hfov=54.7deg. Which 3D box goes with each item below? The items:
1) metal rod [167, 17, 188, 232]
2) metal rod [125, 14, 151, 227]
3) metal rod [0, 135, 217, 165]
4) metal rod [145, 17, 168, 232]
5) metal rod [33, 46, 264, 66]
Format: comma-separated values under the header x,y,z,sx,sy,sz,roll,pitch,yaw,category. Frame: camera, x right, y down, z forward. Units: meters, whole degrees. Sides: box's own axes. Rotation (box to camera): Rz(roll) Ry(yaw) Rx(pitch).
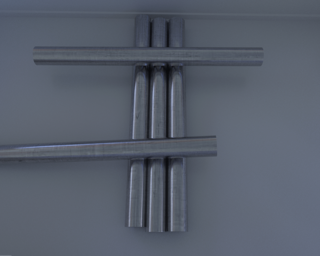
x,y,z,sx,sy,sz,roll,pitch,yaw,category
0.023,-0.019,0.415,0.025,0.025,0.299,1,70,0,metal rod
-0.027,-0.023,0.417,0.025,0.025,0.299,1,70,0,metal rod
-0.084,0.028,0.378,0.302,0.025,0.025,-3,70,6,metal rod
-0.003,-0.018,0.415,0.025,0.025,0.299,1,70,0,metal rod
-0.015,-0.096,0.417,0.302,0.025,0.025,0,70,0,metal rod
